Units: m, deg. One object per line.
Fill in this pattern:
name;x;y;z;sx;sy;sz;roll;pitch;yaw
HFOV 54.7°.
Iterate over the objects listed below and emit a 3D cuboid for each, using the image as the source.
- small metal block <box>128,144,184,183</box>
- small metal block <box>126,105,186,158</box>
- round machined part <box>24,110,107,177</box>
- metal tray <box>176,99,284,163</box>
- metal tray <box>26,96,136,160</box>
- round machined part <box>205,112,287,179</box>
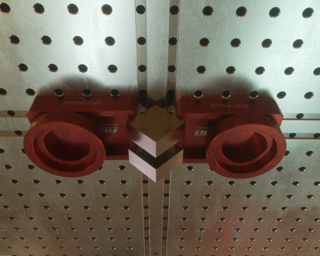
small metal block;-0.005;0.036;0.407;0.050;0.050;0.025;33;139;32
small metal block;-0.005;0.002;0.378;0.050;0.050;0.025;33;139;32
round machined part;-0.117;0.016;0.396;0.099;0.042;0.097;0;130;0
metal tray;0.086;0.006;0.415;0.131;0.030;0.089;0;131;-1
metal tray;-0.095;0.002;0.411;0.131;0.030;0.089;-1;132;0
round machined part;0.107;0.018;0.400;0.099;0.042;0.097;0;130;0
